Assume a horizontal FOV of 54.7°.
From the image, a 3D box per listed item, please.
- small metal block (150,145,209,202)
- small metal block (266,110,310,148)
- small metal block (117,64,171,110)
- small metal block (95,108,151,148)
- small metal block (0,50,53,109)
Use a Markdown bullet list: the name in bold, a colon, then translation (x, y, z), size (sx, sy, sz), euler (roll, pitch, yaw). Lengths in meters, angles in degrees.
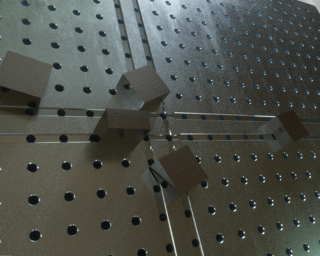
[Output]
- **small metal block**: translation (0.024, 0.056, 0.389), size (0.050, 0.025, 0.050), euler (-23, 74, -37)
- **small metal block**: translation (0.218, 0.001, 0.528), size (0.050, 0.025, 0.050), euler (-15, 70, -35)
- **small metal block**: translation (-0.022, -0.056, 0.432), size (0.050, 0.025, 0.050), euler (-28, 78, -38)
- **small metal block**: translation (-0.045, 0.001, 0.368), size (0.050, 0.050, 0.025), euler (3, 61, -27)
- **small metal block**: translation (-0.158, -0.055, 0.357), size (0.050, 0.025, 0.050), euler (17, 55, -19)
